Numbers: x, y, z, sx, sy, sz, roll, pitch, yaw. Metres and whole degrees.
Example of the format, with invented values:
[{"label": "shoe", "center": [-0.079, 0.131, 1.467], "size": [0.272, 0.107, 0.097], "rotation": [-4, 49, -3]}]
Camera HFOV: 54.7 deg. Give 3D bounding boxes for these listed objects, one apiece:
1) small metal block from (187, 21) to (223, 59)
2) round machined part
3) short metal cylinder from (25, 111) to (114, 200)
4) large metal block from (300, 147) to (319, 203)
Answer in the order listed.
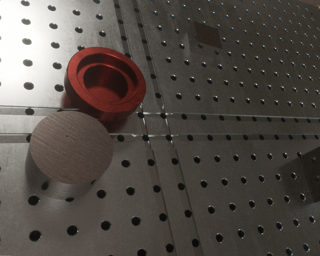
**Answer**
[{"label": "small metal block", "center": [0.079, -0.156, 0.548], "size": [0.050, 0.025, 0.050], "rotation": [9, 58, -24]}, {"label": "round machined part", "center": [-0.071, -0.051, 0.391], "size": [0.099, 0.042, 0.098], "rotation": [14, 56, -21]}, {"label": "short metal cylinder", "center": [-0.095, 0.029, 0.324], "size": [0.081, 0.050, 0.080], "rotation": [14, 56, -21]}, {"label": "large metal block", "center": [0.287, 0.078, 0.502], "size": [0.081, 0.050, 0.080], "rotation": [10, 58, -23]}]
